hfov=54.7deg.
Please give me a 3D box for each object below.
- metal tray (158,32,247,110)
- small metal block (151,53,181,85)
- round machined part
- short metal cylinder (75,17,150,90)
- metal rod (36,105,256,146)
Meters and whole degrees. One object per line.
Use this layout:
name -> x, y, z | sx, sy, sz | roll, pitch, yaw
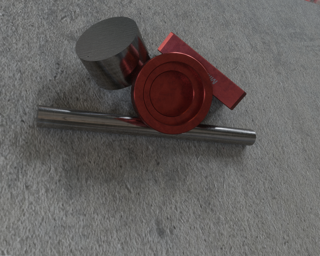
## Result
metal tray -> 0.061, -0.083, 0.452 | 0.130, 0.030, 0.090 | 39, 13, -2
small metal block -> -0.002, -0.069, 0.428 | 0.050, 0.050, 0.025 | 21, 54, -16
round machined part -> 0.012, -0.043, 0.387 | 0.099, 0.042, 0.097 | -2, 97, -16
short metal cylinder -> -0.058, -0.094, 0.390 | 0.080, 0.050, 0.080 | -10, 52, 13
metal rod -> 0.001, 0.001, 0.405 | 0.302, 0.025, 0.025 | 6, 59, -25
